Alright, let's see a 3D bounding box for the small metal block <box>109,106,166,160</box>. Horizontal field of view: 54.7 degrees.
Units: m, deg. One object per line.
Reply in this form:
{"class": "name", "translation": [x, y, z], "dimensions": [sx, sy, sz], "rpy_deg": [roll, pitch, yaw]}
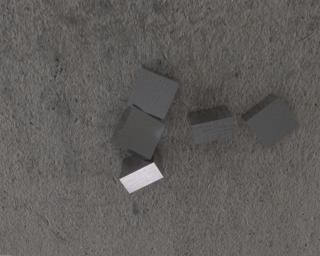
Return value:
{"class": "small metal block", "translation": [-0.028, 0.007, 0.394], "dimensions": [0.050, 0.025, 0.050], "rpy_deg": [30, 72, -23]}

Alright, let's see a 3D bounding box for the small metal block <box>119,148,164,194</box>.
{"class": "small metal block", "translation": [-0.024, 0.054, 0.415], "dimensions": [0.050, 0.050, 0.025], "rpy_deg": [-27, 111, 9]}

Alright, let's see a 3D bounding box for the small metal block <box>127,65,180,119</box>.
{"class": "small metal block", "translation": [-0.009, -0.046, 0.393], "dimensions": [0.050, 0.025, 0.050], "rpy_deg": [21, 109, -8]}

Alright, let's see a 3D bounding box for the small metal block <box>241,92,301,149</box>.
{"class": "small metal block", "translation": [0.145, -0.010, 0.407], "dimensions": [0.050, 0.025, 0.050], "rpy_deg": [-39, 106, 13]}

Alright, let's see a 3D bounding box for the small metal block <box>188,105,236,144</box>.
{"class": "small metal block", "translation": [0.065, -0.006, 0.395], "dimensions": [0.050, 0.050, 0.025], "rpy_deg": [-12, 110, 4]}
